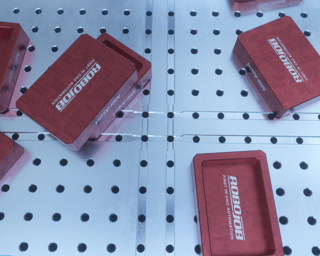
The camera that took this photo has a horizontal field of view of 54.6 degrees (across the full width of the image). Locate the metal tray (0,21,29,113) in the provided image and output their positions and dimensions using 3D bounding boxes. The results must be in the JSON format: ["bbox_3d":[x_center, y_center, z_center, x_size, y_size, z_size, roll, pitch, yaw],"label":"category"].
[{"bbox_3d":[-0.251,-0.091,0.440,0.090,0.030,0.130,6,70,2],"label":"metal tray"}]

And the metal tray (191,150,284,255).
[{"bbox_3d":[0.089,0.095,0.374,0.090,0.030,0.130,-3,70,-1],"label":"metal tray"}]

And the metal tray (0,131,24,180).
[{"bbox_3d":[-0.252,0.051,0.389,0.090,0.030,0.130,33,73,11],"label":"metal tray"}]

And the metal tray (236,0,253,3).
[{"bbox_3d":[0.177,-0.260,0.504,0.131,0.030,0.090,-12,70,-5],"label":"metal tray"}]

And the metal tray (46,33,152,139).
[{"bbox_3d":[-0.084,-0.061,0.430,0.090,0.030,0.130,36,74,12],"label":"metal tray"}]

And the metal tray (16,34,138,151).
[{"bbox_3d":[-0.101,-0.048,0.394,0.090,0.030,0.130,34,73,11],"label":"metal tray"}]

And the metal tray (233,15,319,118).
[{"bbox_3d":[0.177,-0.090,0.443,0.090,0.030,0.130,-24,72,-9],"label":"metal tray"}]
